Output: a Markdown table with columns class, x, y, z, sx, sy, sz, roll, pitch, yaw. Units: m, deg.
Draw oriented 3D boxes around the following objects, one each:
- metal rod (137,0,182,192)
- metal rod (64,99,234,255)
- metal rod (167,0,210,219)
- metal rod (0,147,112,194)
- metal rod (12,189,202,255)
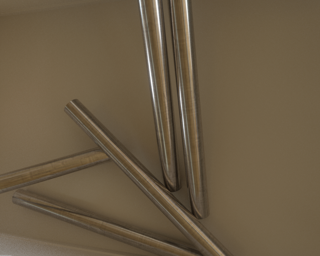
| class | x | y | z | sx | sy | sz | roll | pitch | yaw |
| --- | --- | --- | --- | --- | --- | --- | --- | --- | --- |
| metal rod | -0.001 | -0.058 | 0.345 | 0.025 | 0.025 | 0.298 | 2 | 116 | 19 |
| metal rod | -0.015 | 0.070 | 0.392 | 0.300 | 0.025 | 0.025 | 43 | 103 | 13 |
| metal rod | 0.033 | -0.032 | 0.350 | 0.025 | 0.025 | 0.298 | -1 | 108 | 19 |
| metal rod | -0.203 | 0.072 | 0.411 | 0.302 | 0.025 | 0.025 | -16 | 84 | -8 |
| metal rod | -0.083 | 0.137 | 0.438 | 0.301 | 0.025 | 0.025 | 12 | 94 | 19 |
